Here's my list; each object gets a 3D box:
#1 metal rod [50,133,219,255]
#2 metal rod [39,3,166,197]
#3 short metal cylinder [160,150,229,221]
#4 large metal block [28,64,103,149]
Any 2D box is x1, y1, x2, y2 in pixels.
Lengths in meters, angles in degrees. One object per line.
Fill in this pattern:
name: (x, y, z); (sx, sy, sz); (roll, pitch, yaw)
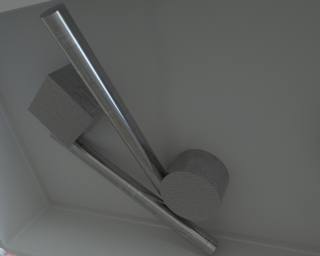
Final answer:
metal rod: (-0.046, 0.087, 0.465); (0.300, 0.025, 0.025); (34, 129, 12)
metal rod: (-0.041, -0.003, 0.371); (0.025, 0.025, 0.299); (-3, 135, 29)
short metal cylinder: (0.047, 0.076, 0.412); (0.080, 0.050, 0.079); (12, 123, 19)
large metal block: (-0.127, -0.031, 0.438); (0.080, 0.050, 0.080); (45, 129, -4)
